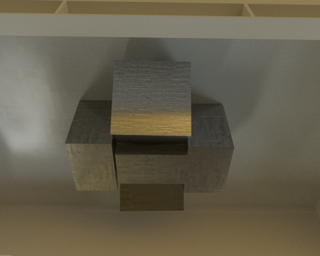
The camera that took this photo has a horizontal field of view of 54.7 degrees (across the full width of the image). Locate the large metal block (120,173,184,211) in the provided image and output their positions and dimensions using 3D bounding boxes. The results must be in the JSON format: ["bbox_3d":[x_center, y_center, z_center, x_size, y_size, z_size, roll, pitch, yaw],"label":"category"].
[{"bbox_3d":[-0.011,0.081,0.431,0.081,0.080,0.050,0,88,-2],"label":"large metal block"}]

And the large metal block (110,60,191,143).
[{"bbox_3d":[-0.009,-0.026,0.341,0.081,0.080,0.050,1,168,-1],"label":"large metal block"}]

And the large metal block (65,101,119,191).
[{"bbox_3d":[-0.078,0.021,0.389,0.050,0.080,0.079,0,130,-1],"label":"large metal block"}]

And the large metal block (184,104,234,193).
[{"bbox_3d":[0.055,0.025,0.393,0.050,0.080,0.079,1,130,-1],"label":"large metal block"}]

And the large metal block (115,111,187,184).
[{"bbox_3d":[-0.010,0.023,0.391,0.081,0.080,0.050,1,130,-1],"label":"large metal block"}]
